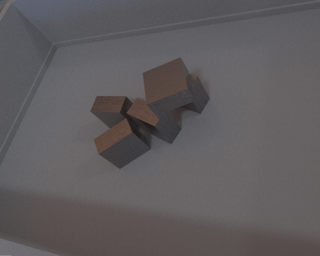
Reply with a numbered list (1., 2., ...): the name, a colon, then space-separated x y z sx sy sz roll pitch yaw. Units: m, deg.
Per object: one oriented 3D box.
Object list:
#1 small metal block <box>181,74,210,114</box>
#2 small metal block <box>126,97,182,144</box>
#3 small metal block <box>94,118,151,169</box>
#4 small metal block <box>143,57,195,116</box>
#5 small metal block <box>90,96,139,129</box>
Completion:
1. small metal block: 0.031 -0.048 0.403 0.050 0.050 0.025 22 74 36
2. small metal block: -0.007 -0.009 0.399 0.050 0.050 0.025 25 76 37
3. small metal block: -0.048 0.021 0.402 0.050 0.050 0.025 -33 52 7
4. small metal block: 0.010 -0.049 0.367 0.050 0.025 0.050 -20 54 16
5. small metal block: -0.059 -0.021 0.434 0.050 0.050 0.025 4 64 30
